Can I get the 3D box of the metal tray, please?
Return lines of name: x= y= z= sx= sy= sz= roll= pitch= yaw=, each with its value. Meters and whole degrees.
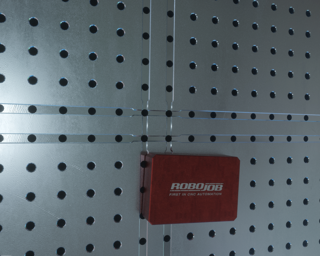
metal tray: x=0.044 y=0.082 z=0.426 sx=0.131 sy=0.030 sz=0.090 roll=4 pitch=89 yaw=-20
